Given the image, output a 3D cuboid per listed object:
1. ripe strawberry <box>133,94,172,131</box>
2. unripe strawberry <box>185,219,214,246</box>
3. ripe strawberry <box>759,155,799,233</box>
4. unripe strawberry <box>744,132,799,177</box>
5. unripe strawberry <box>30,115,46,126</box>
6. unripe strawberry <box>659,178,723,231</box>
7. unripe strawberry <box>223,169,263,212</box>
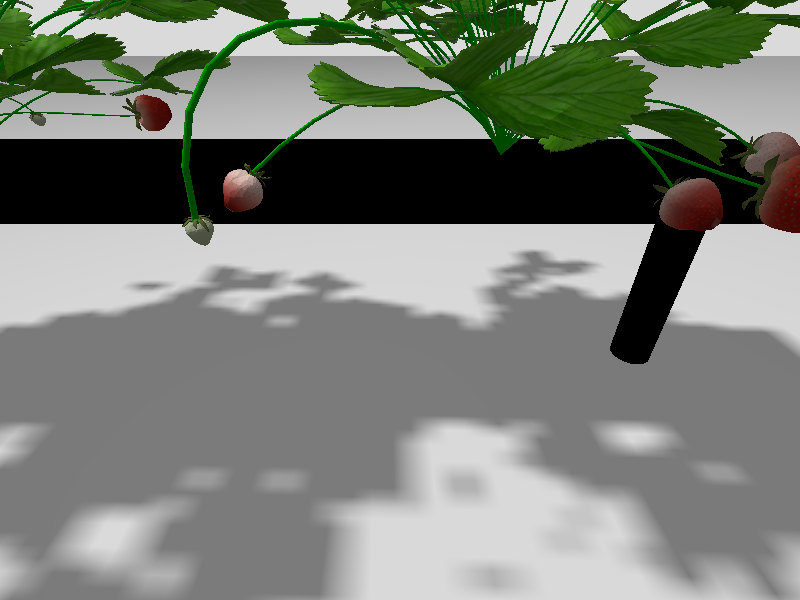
[{"bbox_3d":[-0.254,-0.193,0.414,0.033,0.035,0.031,-26,41,-35],"label":"ripe strawberry"},{"bbox_3d":[-0.082,-0.028,0.164,0.010,0.011,0.011,25,40,33],"label":"unripe strawberry"},{"bbox_3d":[0.192,-0.048,0.187,0.032,0.037,0.035,-19,38,-27],"label":"ripe strawberry"},{"bbox_3d":[0.259,-0.100,0.277,0.030,0.029,0.028,17,36,13],"label":"unripe strawberry"},{"bbox_3d":[-0.406,-0.202,0.450,0.013,0.013,0.014,-9,-38,-14],"label":"unripe strawberry"},{"bbox_3d":[0.143,-0.045,0.194,0.024,0.027,0.026,-11,-41,-16],"label":"unripe strawberry"},{"bbox_3d":[-0.087,-0.059,0.219,0.023,0.023,0.020,35,-1,42],"label":"unripe strawberry"}]
